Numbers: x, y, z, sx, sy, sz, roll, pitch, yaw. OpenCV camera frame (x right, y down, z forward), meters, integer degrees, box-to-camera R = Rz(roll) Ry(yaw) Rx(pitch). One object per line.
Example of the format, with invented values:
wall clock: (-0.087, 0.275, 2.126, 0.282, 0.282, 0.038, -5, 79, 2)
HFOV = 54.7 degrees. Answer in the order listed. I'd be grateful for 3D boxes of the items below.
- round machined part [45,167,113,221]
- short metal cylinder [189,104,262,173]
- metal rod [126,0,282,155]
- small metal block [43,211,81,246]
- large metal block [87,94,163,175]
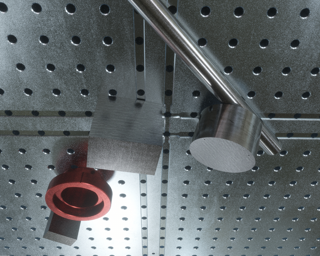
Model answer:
round machined part: (-0.123, 0.099, 0.484, 0.099, 0.042, 0.097, -1, 130, 0)
short metal cylinder: (0.083, 0.014, 0.389, 0.080, 0.050, 0.080, 16, 149, 10)
metal rod: (0.062, -0.058, 0.363, 0.025, 0.025, 0.300, -34, 123, 25)
small metal block: (-0.168, 0.169, 0.537, 0.050, 0.050, 0.025, 27, 125, -22)
large metal block: (-0.041, 0.007, 0.381, 0.081, 0.080, 0.050, 8, 130, -8)
